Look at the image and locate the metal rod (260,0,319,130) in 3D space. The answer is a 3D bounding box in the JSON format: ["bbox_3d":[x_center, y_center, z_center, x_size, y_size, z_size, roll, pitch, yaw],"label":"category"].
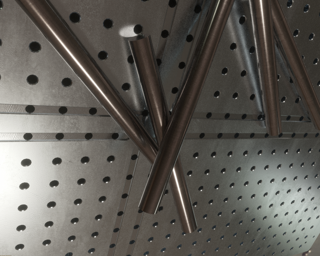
[{"bbox_3d":[0.214,-0.085,0.478,0.025,0.025,0.300,-45,130,3],"label":"metal rod"}]

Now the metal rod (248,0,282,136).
[{"bbox_3d":[0.144,-0.095,0.420,0.025,0.025,0.299,-33,133,-7],"label":"metal rod"}]

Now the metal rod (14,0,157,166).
[{"bbox_3d":[-0.060,-0.038,0.355,0.025,0.025,0.300,-38,130,-3],"label":"metal rod"}]

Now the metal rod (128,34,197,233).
[{"bbox_3d":[0.011,0.027,0.410,0.025,0.025,0.298,-23,120,-15],"label":"metal rod"}]

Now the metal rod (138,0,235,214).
[{"bbox_3d":[0.034,-0.038,0.368,0.025,0.025,0.298,15,99,-35],"label":"metal rod"}]
